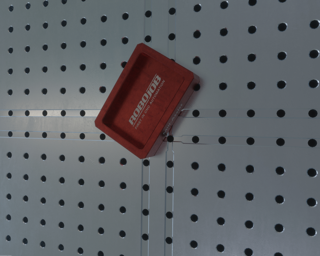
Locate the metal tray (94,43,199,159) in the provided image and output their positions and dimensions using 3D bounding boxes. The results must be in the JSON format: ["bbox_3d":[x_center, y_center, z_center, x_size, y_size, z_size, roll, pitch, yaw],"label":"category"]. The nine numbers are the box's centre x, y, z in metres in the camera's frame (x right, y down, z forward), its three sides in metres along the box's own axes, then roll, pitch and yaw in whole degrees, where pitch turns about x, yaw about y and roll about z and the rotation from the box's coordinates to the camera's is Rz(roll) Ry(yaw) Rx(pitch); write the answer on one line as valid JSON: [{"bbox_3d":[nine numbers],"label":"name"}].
[{"bbox_3d":[-0.019,-0.035,0.417,0.090,0.030,0.129,34,101,16],"label":"metal tray"}]
